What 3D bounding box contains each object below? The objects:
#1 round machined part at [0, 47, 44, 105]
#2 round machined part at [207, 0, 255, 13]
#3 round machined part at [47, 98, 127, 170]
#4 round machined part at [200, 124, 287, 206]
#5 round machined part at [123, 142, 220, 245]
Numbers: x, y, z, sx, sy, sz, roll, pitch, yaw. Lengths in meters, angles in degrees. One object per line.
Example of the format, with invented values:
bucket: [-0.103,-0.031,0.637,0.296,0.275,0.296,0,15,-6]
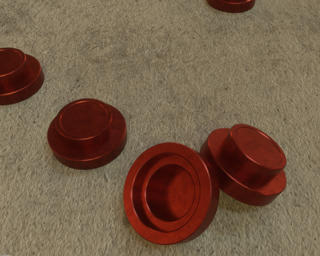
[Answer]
round machined part: [-0.228,-0.083,0.460,0.099,0.042,0.098,0,50,0]
round machined part: [0.147,-0.277,0.626,0.099,0.042,0.098,0,50,0]
round machined part: [-0.092,0.000,0.391,0.099,0.042,0.098,0,50,0]
round machined part: [0.097,0.033,0.340,0.099,0.042,0.098,19,35,-14]
round machined part: [0.014,0.067,0.316,0.098,0.042,0.098,-10,69,29]
